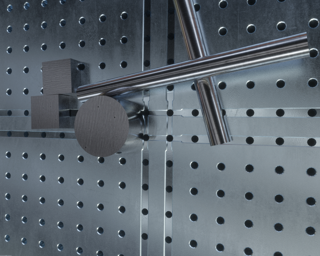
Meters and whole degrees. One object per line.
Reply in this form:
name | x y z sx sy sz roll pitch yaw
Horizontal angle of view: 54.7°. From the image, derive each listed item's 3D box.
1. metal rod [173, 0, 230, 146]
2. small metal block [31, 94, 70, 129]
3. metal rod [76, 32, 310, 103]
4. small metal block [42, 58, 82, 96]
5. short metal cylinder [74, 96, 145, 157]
metal rod | 0.040 -0.125 0.398 0.025 0.025 0.298 -16 85 19
small metal block | -0.167 -0.024 0.471 0.050 0.025 0.050 -1 90 20
metal rod | 0.018 -0.067 0.382 0.300 0.025 0.025 -8 88 28
small metal block | -0.147 -0.074 0.464 0.050 0.025 0.050 -3 89 20
short metal cylinder | -0.068 -0.002 0.423 0.080 0.050 0.079 0 90 20
